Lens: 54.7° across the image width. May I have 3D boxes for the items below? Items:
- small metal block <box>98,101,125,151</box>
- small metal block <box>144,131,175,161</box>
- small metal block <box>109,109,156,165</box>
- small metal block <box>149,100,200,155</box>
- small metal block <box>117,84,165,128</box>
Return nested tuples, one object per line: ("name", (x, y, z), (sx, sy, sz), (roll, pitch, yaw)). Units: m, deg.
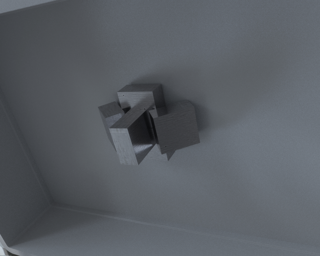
("small metal block", (-0.060, -0.003, 0.419), (0.050, 0.025, 0.050), (-137, 29, -60))
("small metal block", (-0.011, 0.016, 0.421), (0.050, 0.025, 0.050), (3, 120, 27))
("small metal block", (-0.032, 0.010, 0.380), (0.025, 0.050, 0.050), (0, 119, 27))
("small metal block", (0.018, -0.001, 0.381), (0.050, 0.025, 0.050), (-17, 117, -8))
("small metal block", (-0.022, -0.028, 0.399), (0.050, 0.025, 0.050), (2, 120, 26))
